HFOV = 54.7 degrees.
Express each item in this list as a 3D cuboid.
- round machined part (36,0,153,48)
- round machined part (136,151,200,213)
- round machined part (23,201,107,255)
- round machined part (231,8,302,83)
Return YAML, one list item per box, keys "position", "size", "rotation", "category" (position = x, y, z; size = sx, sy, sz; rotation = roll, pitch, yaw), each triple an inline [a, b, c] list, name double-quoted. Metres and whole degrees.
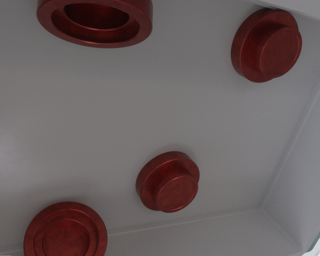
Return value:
- position: [-0.055, -0.110, 0.275]
  size: [0.099, 0.098, 0.042]
  rotation: [6, 80, -31]
  category: "round machined part"
- position: [0.017, 0.087, 0.461]
  size: [0.099, 0.042, 0.097]
  rotation: [-14, 124, -21]
  category: "round machined part"
- position: [-0.120, 0.148, 0.394]
  size: [0.099, 0.098, 0.042]
  rotation: [-4, 146, -26]
  category: "round machined part"
- position: [0.148, -0.105, 0.413]
  size: [0.099, 0.042, 0.097]
  rotation: [-14, 124, -21]
  category: "round machined part"
